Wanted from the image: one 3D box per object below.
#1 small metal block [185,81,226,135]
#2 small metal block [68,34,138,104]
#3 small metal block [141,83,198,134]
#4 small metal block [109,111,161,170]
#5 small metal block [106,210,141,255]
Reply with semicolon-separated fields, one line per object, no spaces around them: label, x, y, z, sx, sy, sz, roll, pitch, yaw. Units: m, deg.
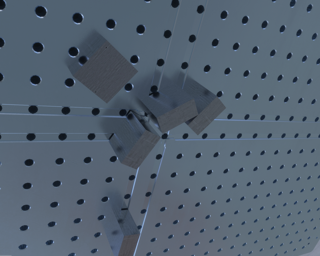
small metal block;0.048;-0.026;0.404;0.050;0.050;0.025;-45;130;3
small metal block;-0.061;-0.064;0.338;0.050;0.025;0.050;-46;129;3
small metal block;0.011;-0.026;0.385;0.050;0.050;0.025;-28;128;-11
small metal block;-0.033;0.014;0.386;0.025;0.050;0.050;29;102;-38
small metal block;-0.056;0.159;0.462;0.025;0.050;0.050;3;117;-30
